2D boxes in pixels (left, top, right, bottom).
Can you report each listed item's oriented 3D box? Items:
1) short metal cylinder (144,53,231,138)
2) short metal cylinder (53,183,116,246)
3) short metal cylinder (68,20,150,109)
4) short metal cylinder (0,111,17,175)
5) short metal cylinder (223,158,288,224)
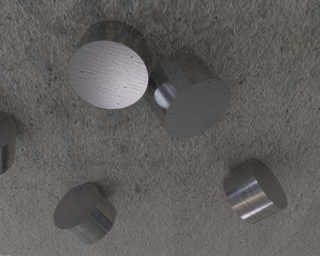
[{"bbox_3d":[0.030,-0.035,0.342,0.081,0.050,0.080,-19,140,-17],"label":"short metal cylinder"},{"bbox_3d":[-0.116,0.134,0.484,0.080,0.080,0.050,-20,127,16],"label":"short metal cylinder"},{"bbox_3d":[-0.052,-0.067,0.333,0.080,0.050,0.079,0,130,0],"label":"short metal cylinder"},{"bbox_3d":[-0.223,0.018,0.385,0.081,0.080,0.050,14,129,-12],"label":"short metal cylinder"},{"bbox_3d":[0.138,0.091,0.450,0.080,0.080,0.050,35,122,-26],"label":"short metal cylinder"}]
